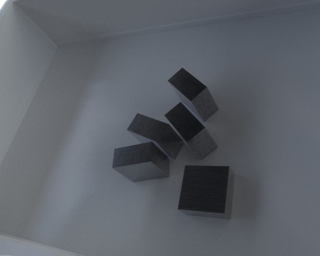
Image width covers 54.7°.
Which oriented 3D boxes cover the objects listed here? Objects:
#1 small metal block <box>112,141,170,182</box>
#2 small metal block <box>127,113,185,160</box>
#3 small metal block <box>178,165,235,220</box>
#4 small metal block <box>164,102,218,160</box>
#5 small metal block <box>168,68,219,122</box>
[{"bbox_3d":[-0.022,0.043,0.375,0.050,0.050,0.025,-12,57,22],"label":"small metal block"},{"bbox_3d":[-0.005,0.011,0.386,0.050,0.050,0.025,20,73,35],"label":"small metal block"},{"bbox_3d":[0.051,0.069,0.337,0.050,0.025,0.050,-2,61,27],"label":"small metal block"},{"bbox_3d":[0.037,0.004,0.368,0.025,0.050,0.050,-40,51,2],"label":"small metal block"},{"bbox_3d":[0.043,-0.042,0.393,0.025,0.050,0.050,-42,51,0],"label":"small metal block"}]
